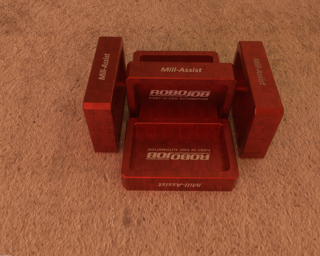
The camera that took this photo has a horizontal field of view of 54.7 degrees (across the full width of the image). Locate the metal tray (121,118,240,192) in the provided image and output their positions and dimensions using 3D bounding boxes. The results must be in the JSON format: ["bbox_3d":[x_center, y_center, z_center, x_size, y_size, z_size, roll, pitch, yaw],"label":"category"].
[{"bbox_3d":[0.023,0.030,0.378,0.131,0.030,0.090,1,49,0],"label":"metal tray"}]

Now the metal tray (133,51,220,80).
[{"bbox_3d":[0.024,-0.076,0.465,0.131,0.030,0.090,0,53,0],"label":"metal tray"}]

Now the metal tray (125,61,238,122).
[{"bbox_3d":[0.025,-0.041,0.398,0.131,0.090,0.030,1,52,1],"label":"metal tray"}]

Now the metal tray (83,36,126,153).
[{"bbox_3d":[-0.066,-0.044,0.399,0.030,0.090,0.130,1,51,1],"label":"metal tray"}]

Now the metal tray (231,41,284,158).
[{"bbox_3d":[0.116,-0.038,0.395,0.030,0.090,0.130,1,50,1],"label":"metal tray"}]
